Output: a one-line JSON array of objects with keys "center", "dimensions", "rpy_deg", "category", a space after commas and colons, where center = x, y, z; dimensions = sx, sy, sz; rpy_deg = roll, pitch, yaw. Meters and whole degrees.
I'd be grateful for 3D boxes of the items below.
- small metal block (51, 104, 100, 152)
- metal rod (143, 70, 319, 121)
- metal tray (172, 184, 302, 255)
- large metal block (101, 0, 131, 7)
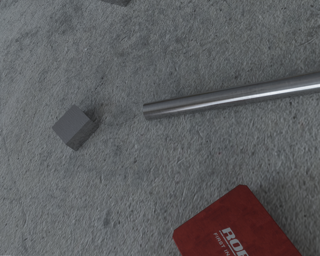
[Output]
[{"center": [-0.129, -0.001, 0.470], "dimensions": [0.050, 0.025, 0.050], "rpy_deg": [-47, 52, -5], "category": "small metal block"}, {"center": [0.119, -0.043, 0.366], "dimensions": [0.301, 0.025, 0.025], "rpy_deg": [-9, 58, 23], "category": "metal rod"}, {"center": [0.080, 0.128, 0.280], "dimensions": [0.090, 0.030, 0.130], "rpy_deg": [-36, 51, 3], "category": "metal tray"}, {"center": [-0.081, -0.291, 0.607], "dimensions": [0.080, 0.050, 0.080], "rpy_deg": [30, 78, 37], "category": "large metal block"}]
